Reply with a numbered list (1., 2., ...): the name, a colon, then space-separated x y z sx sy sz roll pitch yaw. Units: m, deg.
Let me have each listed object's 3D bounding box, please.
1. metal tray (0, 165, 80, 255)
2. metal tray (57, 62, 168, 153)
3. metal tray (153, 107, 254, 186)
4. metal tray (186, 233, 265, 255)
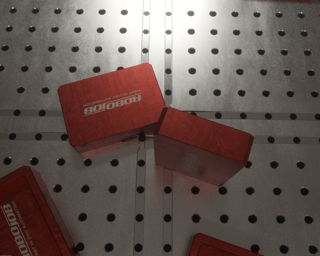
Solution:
1. metal tray: -0.165 0.121 0.362 0.090 0.030 0.130 -30 73 -11
2. metal tray: -0.062 -0.029 0.419 0.131 0.030 0.090 -16 71 -7
3. metal tray: 0.041 0.027 0.347 0.090 0.130 0.030 19 72 6
4. metal tray: 0.062 0.193 0.339 0.090 0.030 0.130 18 71 6
